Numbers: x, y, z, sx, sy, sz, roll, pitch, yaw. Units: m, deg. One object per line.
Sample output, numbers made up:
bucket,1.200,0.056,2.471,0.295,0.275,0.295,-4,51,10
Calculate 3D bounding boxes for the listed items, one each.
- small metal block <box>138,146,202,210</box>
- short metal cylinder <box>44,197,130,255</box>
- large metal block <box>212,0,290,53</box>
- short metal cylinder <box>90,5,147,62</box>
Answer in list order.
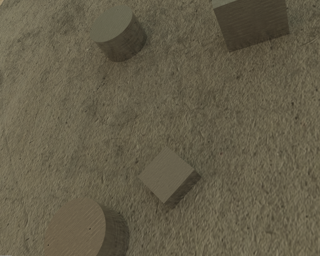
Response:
small metal block,0.011,0.057,0.363,0.050,0.025,0.050,-47,51,-5
short metal cylinder,-0.082,0.126,0.354,0.080,0.050,0.080,-13,56,21
large metal block,0.117,-0.154,0.402,0.080,0.080,0.050,-14,56,20
short metal cylinder,-0.070,-0.158,0.521,0.080,0.050,0.080,-13,56,21
